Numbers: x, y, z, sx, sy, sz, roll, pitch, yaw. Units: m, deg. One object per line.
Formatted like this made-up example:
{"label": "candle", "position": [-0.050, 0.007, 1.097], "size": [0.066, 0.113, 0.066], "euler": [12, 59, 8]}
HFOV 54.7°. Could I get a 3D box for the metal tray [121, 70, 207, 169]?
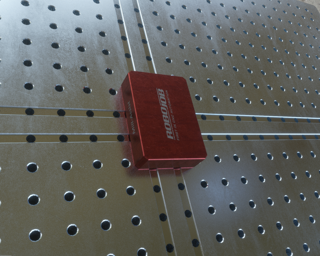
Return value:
{"label": "metal tray", "position": [0.004, -0.012, 0.415], "size": [0.091, 0.030, 0.130], "euler": [2, 61, -28]}
